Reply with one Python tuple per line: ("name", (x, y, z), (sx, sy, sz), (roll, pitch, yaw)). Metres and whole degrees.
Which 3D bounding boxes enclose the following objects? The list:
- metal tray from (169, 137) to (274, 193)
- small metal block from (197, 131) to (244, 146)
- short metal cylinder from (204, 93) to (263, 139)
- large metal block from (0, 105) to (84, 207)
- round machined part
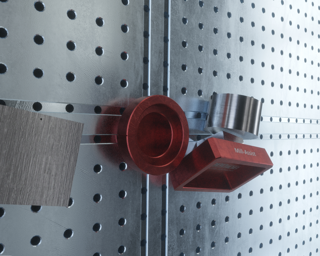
("metal tray", (0.088, 0.058, 0.443), (0.131, 0.090, 0.030), (12, 47, -40))
("small metal block", (0.092, 0.030, 0.469), (0.050, 0.050, 0.025), (19, 57, -39))
("short metal cylinder", (0.110, -0.016, 0.469), (0.080, 0.080, 0.050), (18, 79, -39))
("large metal block", (-0.126, 0.027, 0.288), (0.081, 0.050, 0.080), (15, 81, -39))
("round machined part", (-0.013, 0.009, 0.389), (0.099, 0.042, 0.097), (0, 90, -40))
